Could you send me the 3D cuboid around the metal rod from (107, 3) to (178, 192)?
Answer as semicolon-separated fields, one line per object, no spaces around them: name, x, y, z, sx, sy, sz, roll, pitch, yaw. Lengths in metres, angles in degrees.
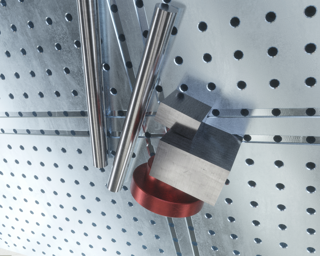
metal rod;-0.033;-0.016;0.417;0.025;0.025;0.298;28;128;10

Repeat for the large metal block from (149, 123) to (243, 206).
large metal block;0.045;0.034;0.369;0.080;0.080;0.050;24;120;13

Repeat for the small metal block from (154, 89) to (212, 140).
small metal block;0.028;-0.017;0.367;0.050;0.050;0.025;28;121;10

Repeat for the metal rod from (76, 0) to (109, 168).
metal rod;-0.088;-0.069;0.412;0.025;0.025;0.298;15;125;19

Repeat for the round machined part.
round machined part;0.014;0.067;0.399;0.098;0.098;0.042;20;112;16
